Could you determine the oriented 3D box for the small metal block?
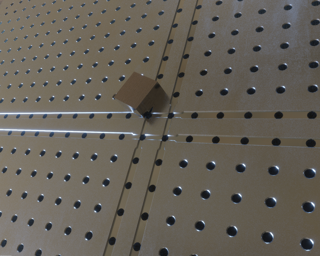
[{"bbox_3d":[-0.031,-0.049,0.453,0.050,0.025,0.050,29,77,37],"label":"small metal block"}]
